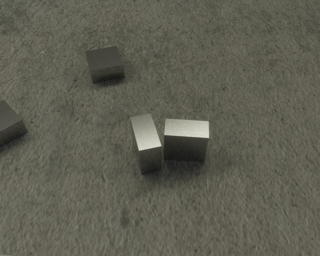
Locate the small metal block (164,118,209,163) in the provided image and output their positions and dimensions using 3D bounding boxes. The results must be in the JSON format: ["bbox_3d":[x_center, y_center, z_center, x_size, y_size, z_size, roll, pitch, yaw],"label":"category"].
[{"bbox_3d":[0.031,0.016,0.374,0.050,0.050,0.025,4,50,3],"label":"small metal block"}]

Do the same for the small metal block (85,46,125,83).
[{"bbox_3d":[-0.086,-0.100,0.486,0.050,0.025,0.050,-13,51,-11],"label":"small metal block"}]

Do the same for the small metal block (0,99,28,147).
[{"bbox_3d":[-0.211,-0.004,0.403,0.050,0.025,0.050,-36,59,-27],"label":"small metal block"}]

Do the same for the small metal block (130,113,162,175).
[{"bbox_3d":[-0.017,0.019,0.370,0.025,0.050,0.050,-11,51,-10],"label":"small metal block"}]
